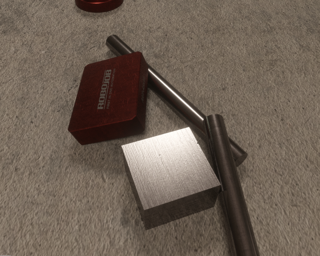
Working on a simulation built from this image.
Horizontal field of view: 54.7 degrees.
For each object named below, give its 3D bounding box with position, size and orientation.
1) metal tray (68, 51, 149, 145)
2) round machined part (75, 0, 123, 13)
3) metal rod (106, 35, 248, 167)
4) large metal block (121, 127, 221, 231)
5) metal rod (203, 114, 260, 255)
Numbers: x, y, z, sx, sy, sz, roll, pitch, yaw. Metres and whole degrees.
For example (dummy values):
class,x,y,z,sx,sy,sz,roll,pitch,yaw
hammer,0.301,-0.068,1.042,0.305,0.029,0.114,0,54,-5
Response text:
class,x,y,z,sx,sy,sz,roll,pitch,yaw
metal tray,-0.065,-0.044,0.418,0.090,0.030,0.130,-11,49,14
round machined part,-0.125,-0.277,0.623,0.099,0.042,0.098,0,50,0
metal rod,0.008,-0.054,0.448,0.025,0.025,0.300,-29,56,-22
large metal block,0.009,0.054,0.342,0.081,0.050,0.080,-15,52,-13
metal rod,0.079,0.113,0.292,0.025,0.025,0.299,-4,55,-4
